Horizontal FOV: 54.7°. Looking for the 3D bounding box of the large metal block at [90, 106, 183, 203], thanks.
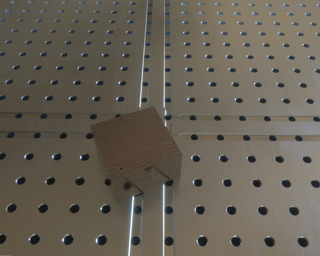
[{"bbox_3d":[-0.029,0.029,0.367,0.081,0.050,0.080,-18,53,-15],"label":"large metal block"}]
